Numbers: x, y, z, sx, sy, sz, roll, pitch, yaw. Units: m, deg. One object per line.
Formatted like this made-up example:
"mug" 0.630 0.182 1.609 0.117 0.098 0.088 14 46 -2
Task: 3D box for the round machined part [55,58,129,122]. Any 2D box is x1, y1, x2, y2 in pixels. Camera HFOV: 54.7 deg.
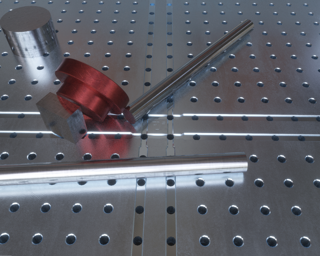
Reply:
"round machined part" -0.093 -0.043 0.401 0.098 0.098 0.042 25 77 19

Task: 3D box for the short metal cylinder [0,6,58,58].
"short metal cylinder" -0.221 -0.164 0.528 0.080 0.050 0.080 0 50 0

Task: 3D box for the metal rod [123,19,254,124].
"metal rod" 0.059 -0.101 0.492 0.025 0.025 0.302 35 58 25

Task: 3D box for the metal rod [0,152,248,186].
"metal rod" -0.049 0.048 0.366 0.302 0.025 0.025 -3 50 -3

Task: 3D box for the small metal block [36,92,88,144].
"small metal block" -0.126 -0.012 0.401 0.050 0.050 0.025 25 55 19
